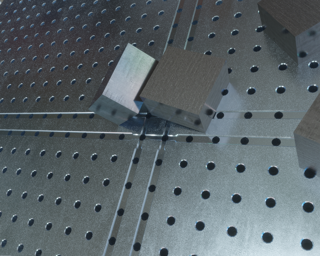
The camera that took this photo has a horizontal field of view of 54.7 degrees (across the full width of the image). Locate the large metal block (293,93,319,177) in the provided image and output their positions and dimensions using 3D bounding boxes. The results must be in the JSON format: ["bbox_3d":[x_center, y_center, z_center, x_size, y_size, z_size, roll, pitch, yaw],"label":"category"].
[{"bbox_3d":[0.172,0.018,0.272,0.080,0.080,0.050,30,78,37],"label":"large metal block"}]

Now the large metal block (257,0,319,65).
[{"bbox_3d":[0.181,-0.138,0.382,0.080,0.050,0.080,-31,52,8],"label":"large metal block"}]

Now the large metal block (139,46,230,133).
[{"bbox_3d":[0.034,-0.050,0.396,0.080,0.050,0.080,20,72,24],"label":"large metal block"}]

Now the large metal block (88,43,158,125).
[{"bbox_3d":[-0.051,-0.057,0.428,0.080,0.050,0.080,-23,42,63],"label":"large metal block"}]
